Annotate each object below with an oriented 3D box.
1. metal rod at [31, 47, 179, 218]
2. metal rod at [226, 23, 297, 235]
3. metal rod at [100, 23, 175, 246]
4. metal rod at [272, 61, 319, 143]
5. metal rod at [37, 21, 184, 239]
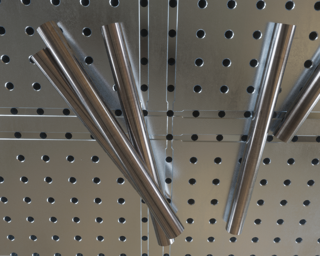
[{"bbox_3d":[-0.065,0.025,0.421,0.025,0.025,0.300,-32,107,11],"label":"metal rod"},{"bbox_3d":[0.131,0.015,0.419,0.025,0.025,0.298,7,110,-3],"label":"metal rod"},{"bbox_3d":[-0.025,0.019,0.403,0.025,0.025,0.298,-13,104,4],"label":"metal rod"},{"bbox_3d":[0.229,-0.112,0.373,0.025,0.025,0.298,25,108,-9],"label":"metal rod"},{"bbox_3d":[-0.057,0.007,0.382,0.025,0.025,0.299,-31,95,10],"label":"metal rod"}]
